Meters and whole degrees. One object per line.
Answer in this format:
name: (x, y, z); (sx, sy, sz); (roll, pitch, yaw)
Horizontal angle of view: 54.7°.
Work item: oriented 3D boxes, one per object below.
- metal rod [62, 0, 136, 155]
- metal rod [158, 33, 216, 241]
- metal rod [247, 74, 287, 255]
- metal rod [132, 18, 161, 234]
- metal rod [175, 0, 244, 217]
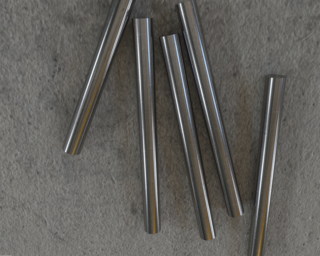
metal rod: (-0.062, -0.099, 0.372); (0.025, 0.025, 0.298); (21, 109, -8)
metal rod: (0.042, 0.026, 0.419); (0.025, 0.025, 0.298); (-12, 110, 4)
metal rod: (0.148, 0.075, 0.439); (0.025, 0.025, 0.298); (-1, 110, 0)
metal rod: (-0.016, 0.011, 0.413); (0.025, 0.025, 0.298); (-2, 110, 0)
metal rod: (0.070, -0.011, 0.406); (0.025, 0.025, 0.298); (-15, 110, 5)
